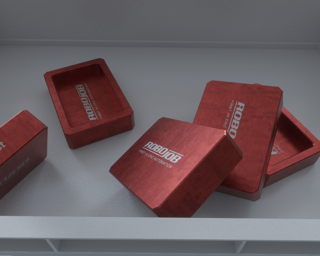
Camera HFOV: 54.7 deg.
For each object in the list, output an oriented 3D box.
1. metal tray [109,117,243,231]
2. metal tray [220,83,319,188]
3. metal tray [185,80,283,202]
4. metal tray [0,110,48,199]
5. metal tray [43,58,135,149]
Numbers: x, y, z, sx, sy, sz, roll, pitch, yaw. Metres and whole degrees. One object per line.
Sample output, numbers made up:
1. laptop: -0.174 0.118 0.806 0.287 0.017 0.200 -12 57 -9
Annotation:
1. metal tray: 0.008 0.035 0.309 0.090 0.030 0.130 -45 23 -13
2. metal tray: 0.128 0.004 0.400 0.091 0.030 0.130 -21 53 -17
3. metal tray: 0.083 0.009 0.359 0.090 0.030 0.130 11 66 26
4. metal tray: -0.175 0.049 0.316 0.030 0.090 0.131 40 57 2
5. metal tray: -0.101 -0.040 0.433 0.091 0.030 0.130 -20 53 -16
